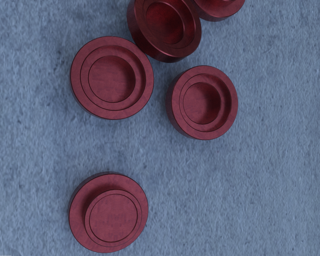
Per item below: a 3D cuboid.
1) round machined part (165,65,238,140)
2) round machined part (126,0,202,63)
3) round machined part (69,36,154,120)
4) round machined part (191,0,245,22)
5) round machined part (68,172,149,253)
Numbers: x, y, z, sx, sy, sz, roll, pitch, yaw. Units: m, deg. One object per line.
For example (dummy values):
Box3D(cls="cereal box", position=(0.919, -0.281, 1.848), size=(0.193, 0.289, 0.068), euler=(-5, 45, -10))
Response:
Box3D(cls="round machined part", position=(0.053, -0.033, 0.421), size=(0.099, 0.042, 0.097), euler=(0, 90, -21))
Box3D(cls="round machined part", position=(0.002, -0.128, 0.392), size=(0.099, 0.042, 0.098), euler=(8, 74, -31))
Box3D(cls="round machined part", position=(-0.060, -0.058, 0.378), size=(0.099, 0.042, 0.097), euler=(0, 90, -20))
Box3D(cls="round machined part", position=(0.082, -0.203, 0.431), size=(0.099, 0.042, 0.097), euler=(0, 90, -21))
Box3D(cls="round machined part", position=(-0.060, 0.105, 0.379), size=(0.099, 0.042, 0.097), euler=(0, 90, -21))
